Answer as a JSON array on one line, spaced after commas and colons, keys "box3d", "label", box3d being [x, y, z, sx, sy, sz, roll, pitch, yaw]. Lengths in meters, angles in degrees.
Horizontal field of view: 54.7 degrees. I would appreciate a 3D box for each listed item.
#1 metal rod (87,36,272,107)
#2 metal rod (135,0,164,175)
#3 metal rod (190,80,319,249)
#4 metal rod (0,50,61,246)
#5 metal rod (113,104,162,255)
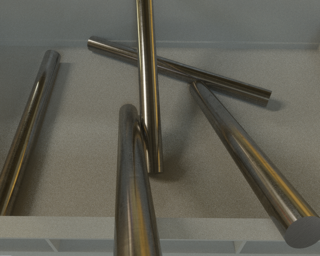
[{"box3d": [0.020, -0.092, 0.482, 0.301, 0.025, 0.025, 21, 53, 16], "label": "metal rod"}, {"box3d": [-0.017, -0.090, 0.402, 0.025, 0.025, 0.299, -3, 75, -3], "label": "metal rod"}, {"box3d": [0.071, 0.002, 0.321, 0.025, 0.025, 0.300, -5, 24, -4], "label": "metal rod"}, {"box3d": [-0.171, -0.001, 0.403, 0.025, 0.025, 0.300, 0, 50, -1], "label": "metal rod"}, {"box3d": [-0.026, 0.025, 0.284, 0.025, 0.025, 0.300, -6, 19, -5], "label": "metal rod"}]
